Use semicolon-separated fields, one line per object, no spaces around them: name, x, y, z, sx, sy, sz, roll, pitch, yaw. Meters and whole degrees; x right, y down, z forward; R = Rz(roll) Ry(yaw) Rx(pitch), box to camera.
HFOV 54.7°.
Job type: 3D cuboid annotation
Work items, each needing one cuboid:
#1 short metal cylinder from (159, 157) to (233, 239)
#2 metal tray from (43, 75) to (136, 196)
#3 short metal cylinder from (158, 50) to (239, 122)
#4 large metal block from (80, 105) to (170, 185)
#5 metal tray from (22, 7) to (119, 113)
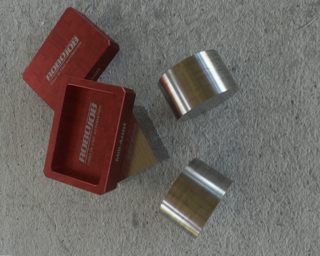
short metal cylinder;0.043;0.082;0.365;0.050;0.080;0.080;33;101;17
metal tray;-0.088;0.007;0.384;0.090;0.030;0.129;14;94;19
short metal cylinder;0.044;-0.047;0.364;0.080;0.080;0.050;-30;80;17
large metal block;-0.046;0.024;0.412;0.080;0.050;0.080;-30;80;17
metal tray;-0.132;-0.096;0.453;0.090;0.030;0.130;43;103;14
